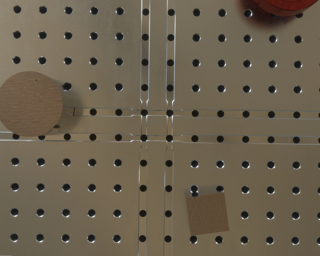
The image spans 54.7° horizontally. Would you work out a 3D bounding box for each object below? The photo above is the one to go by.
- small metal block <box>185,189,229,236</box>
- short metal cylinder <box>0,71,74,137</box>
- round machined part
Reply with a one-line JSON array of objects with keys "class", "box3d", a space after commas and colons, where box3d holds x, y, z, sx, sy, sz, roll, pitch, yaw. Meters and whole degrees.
[{"class": "small metal block", "box3d": [0.062, 0.112, 0.414, 0.050, 0.025, 0.050, -7, 90, 0]}, {"class": "short metal cylinder", "box3d": [-0.158, -0.029, 0.400, 0.081, 0.050, 0.080, 0, 90, 0]}, {"class": "round machined part", "box3d": [0.164, -0.195, 0.406, 0.099, 0.042, 0.097, 0, 90, 0]}]
